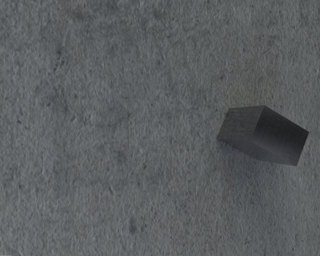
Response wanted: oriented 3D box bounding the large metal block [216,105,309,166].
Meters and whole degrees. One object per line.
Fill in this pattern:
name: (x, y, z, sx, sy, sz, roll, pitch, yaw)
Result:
large metal block: (0.141, 0.011, 0.434, 0.080, 0.080, 0.050, 27, 81, -19)
